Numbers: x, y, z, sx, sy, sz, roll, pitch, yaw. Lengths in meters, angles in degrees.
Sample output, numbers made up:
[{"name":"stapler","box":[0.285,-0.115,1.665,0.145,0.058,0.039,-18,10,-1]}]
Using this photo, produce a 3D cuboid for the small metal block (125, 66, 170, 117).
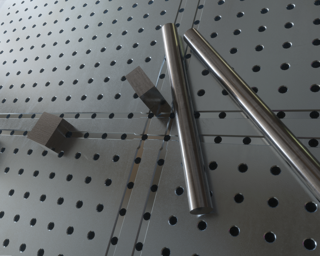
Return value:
[{"name":"small metal block","box":[-0.017,-0.051,0.433,0.025,0.050,0.050,-37,51,4]}]

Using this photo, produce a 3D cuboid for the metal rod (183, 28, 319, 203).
[{"name":"metal rod","box":[0.104,-0.037,0.376,0.025,0.025,0.300,-34,51,6]}]

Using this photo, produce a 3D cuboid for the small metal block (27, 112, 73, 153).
[{"name":"small metal block","box":[-0.177,0.006,0.498,0.050,0.025,0.050,17,70,34]}]

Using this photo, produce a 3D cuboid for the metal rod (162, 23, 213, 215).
[{"name":"metal rod","box":[0.030,-0.035,0.414,0.025,0.025,0.299,-19,54,17]}]
